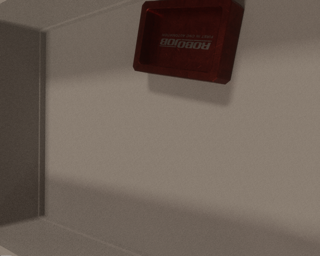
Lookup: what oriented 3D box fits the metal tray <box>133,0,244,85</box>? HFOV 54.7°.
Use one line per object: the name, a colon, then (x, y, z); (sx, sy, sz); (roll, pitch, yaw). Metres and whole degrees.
metal tray: (0.028, -0.107, 0.378); (0.130, 0.030, 0.089); (16, 100, 38)
